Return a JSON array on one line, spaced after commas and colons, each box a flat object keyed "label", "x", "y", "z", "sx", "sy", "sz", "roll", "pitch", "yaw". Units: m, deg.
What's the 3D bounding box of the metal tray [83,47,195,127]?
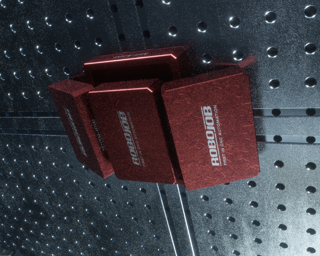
[{"label": "metal tray", "x": -0.025, "y": -0.048, "z": 0.390, "sx": 0.130, "sy": 0.030, "sz": 0.089, "roll": 0, "pitch": 119, "yaw": 27}]

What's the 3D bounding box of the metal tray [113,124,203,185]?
[{"label": "metal tray", "x": -0.004, "y": 0.031, "z": 0.429, "sx": 0.130, "sy": 0.030, "sz": 0.089, "roll": 0, "pitch": 119, "yaw": 27}]

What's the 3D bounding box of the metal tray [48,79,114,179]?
[{"label": "metal tray", "x": -0.106, "y": 0.000, "z": 0.438, "sx": 0.090, "sy": 0.030, "sz": 0.129, "roll": 19, "pitch": 131, "yaw": 49}]

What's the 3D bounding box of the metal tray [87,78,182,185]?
[{"label": "metal tray", "x": -0.028, "y": 0.007, "z": 0.386, "sx": 0.090, "sy": 0.030, "sz": 0.129, "roll": 0, "pitch": 118, "yaw": 28}]

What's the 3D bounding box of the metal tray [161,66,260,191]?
[{"label": "metal tray", "x": 0.059, "y": 0.004, "z": 0.354, "sx": 0.090, "sy": 0.030, "sz": 0.129, "roll": -13, "pitch": 115, "yaw": 3}]
